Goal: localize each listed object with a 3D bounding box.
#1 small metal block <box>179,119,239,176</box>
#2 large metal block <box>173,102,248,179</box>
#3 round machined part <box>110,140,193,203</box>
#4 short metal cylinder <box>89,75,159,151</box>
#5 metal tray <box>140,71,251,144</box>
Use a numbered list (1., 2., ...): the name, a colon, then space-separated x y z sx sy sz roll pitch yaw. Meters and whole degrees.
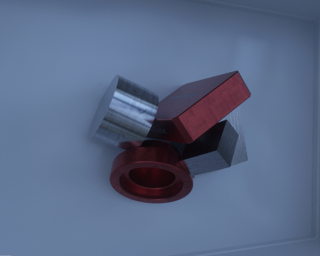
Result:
1. small metal block: 0.055 0.022 0.345 0.025 0.050 0.050 50 43 -21
2. large metal block: 0.063 0.012 0.412 0.081 0.050 0.079 -15 100 -20
3. round machined part: -0.009 0.051 0.378 0.099 0.097 0.042 22 47 -19
4. short metal cylinder: -0.043 -0.016 0.364 0.050 0.080 0.080 24 82 -19
5. metal tray: 0.032 -0.023 0.366 0.090 0.130 0.030 -37 103 -17
